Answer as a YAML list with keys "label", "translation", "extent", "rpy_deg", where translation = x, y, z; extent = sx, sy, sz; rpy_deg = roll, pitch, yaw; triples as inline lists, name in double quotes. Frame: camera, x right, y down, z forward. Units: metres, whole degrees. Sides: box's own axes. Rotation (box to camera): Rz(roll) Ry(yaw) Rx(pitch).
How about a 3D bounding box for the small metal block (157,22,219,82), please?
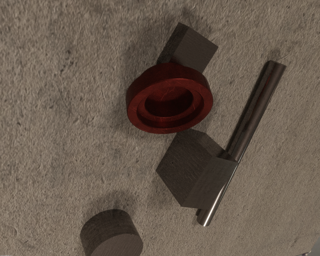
- label: "small metal block"
  translation: [0.034, -0.090, 0.371]
  extent: [0.050, 0.025, 0.050]
  rpy_deg: [21, 107, -37]

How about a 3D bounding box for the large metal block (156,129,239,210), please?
- label: "large metal block"
  translation: [0.048, 0.055, 0.433]
  extent: [0.050, 0.080, 0.080]
  rpy_deg: [17, 109, -35]

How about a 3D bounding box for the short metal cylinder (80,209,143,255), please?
- label: "short metal cylinder"
  translation: [-0.072, 0.168, 0.457]
  extent: [0.081, 0.050, 0.079]
  rpy_deg: [-14, 125, -21]

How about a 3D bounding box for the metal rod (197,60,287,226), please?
- label: "metal rod"
  translation: [0.124, 0.037, 0.499]
  extent: [0.025, 0.025, 0.298]
  rpy_deg: [5, 116, -31]

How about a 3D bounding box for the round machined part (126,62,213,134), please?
- label: "round machined part"
  translation: [0.009, -0.038, 0.362]
  extent: [0.099, 0.042, 0.098]
  rpy_deg: [-7, 145, -5]
